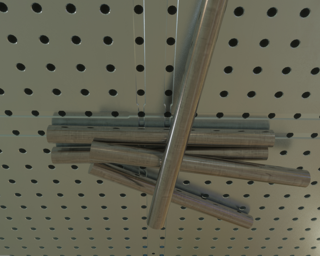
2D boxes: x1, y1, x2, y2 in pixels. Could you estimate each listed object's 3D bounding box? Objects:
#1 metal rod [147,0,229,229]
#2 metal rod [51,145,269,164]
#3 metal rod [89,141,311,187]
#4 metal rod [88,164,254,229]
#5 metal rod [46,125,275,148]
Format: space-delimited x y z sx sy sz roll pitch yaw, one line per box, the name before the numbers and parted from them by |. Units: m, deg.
metal rod | 0.025 0.000 0.364 0.025 0.025 0.298 9 115 -8
metal rod | 0.000 0.036 0.442 0.302 0.025 0.025 -1 130 0
metal rod | 0.059 0.051 0.421 0.302 0.025 0.025 8 130 -8
metal rod | 0.029 0.112 0.507 0.302 0.025 0.025 24 126 -20
metal rod | 0.003 0.011 0.421 0.302 0.025 0.025 1 130 -2
